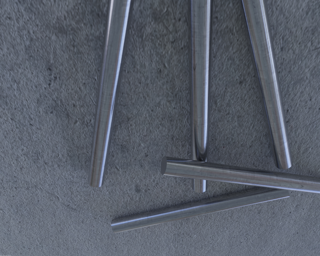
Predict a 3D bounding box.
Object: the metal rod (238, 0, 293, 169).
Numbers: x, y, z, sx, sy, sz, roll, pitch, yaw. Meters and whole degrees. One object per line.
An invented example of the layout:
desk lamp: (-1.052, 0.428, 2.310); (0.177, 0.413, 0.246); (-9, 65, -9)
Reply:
metal rod: (0.125, -0.055, 0.360); (0.025, 0.025, 0.299); (-17, 129, 13)

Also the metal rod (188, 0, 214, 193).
metal rod: (0.050, -0.022, 0.388); (0.025, 0.025, 0.298); (-4, 130, 3)

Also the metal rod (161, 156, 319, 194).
metal rod: (0.148, 0.073, 0.449); (0.302, 0.025, 0.025); (9, 130, -17)

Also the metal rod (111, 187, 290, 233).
metal rod: (0.060, 0.137, 0.523); (0.301, 0.025, 0.025); (-16, 129, 12)

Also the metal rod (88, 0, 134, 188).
metal rod: (-0.065, -0.030, 0.381); (0.025, 0.025, 0.298); (10, 130, -8)
